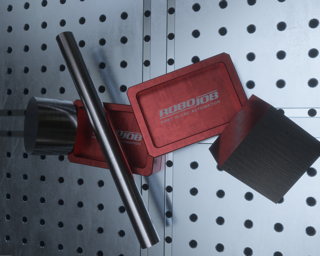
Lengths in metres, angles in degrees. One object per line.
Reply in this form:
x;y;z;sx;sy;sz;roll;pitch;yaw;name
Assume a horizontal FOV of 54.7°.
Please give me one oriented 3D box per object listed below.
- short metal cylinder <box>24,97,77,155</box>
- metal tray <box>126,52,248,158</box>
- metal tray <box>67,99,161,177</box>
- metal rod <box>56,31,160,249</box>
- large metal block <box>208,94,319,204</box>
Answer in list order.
-0.155;-0.001;0.435;0.080;0.050;0.080;-8;80;54;short metal cylinder
0.036;-0.026;0.377;0.131;0.030;0.090;-20;83;2;metal tray
-0.062;0.011;0.431;0.130;0.030;0.089;7;92;19;metal tray
-0.071;0.009;0.406;0.025;0.025;0.299;-27;81;18;metal rod
0.115;0.022;0.340;0.080;0.050;0.080;33;103;-15;large metal block
